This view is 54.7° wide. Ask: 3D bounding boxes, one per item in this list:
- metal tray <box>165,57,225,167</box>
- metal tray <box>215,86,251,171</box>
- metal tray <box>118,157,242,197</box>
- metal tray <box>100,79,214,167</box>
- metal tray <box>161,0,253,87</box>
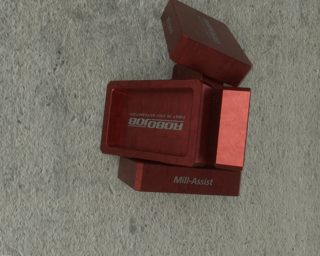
[{"bbox_3d":[0.040,-0.021,0.391,0.030,0.090,0.129,8,88,-20],"label":"metal tray"},{"bbox_3d":[0.092,0.003,0.393,0.030,0.130,0.089,6,88,13],"label":"metal tray"},{"bbox_3d":[0.022,0.058,0.384,0.131,0.090,0.030,7,88,-20],"label":"metal tray"},{"bbox_3d":[-0.007,-0.008,0.357,0.030,0.130,0.089,9,86,-57],"label":"metal tray"},{"bbox_3d":[0.052,-0.109,0.381,0.091,0.130,0.030,19,125,-20],"label":"metal tray"}]
